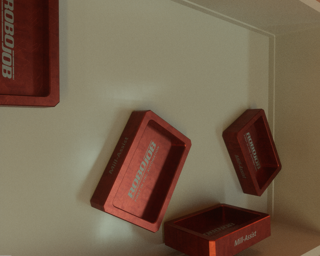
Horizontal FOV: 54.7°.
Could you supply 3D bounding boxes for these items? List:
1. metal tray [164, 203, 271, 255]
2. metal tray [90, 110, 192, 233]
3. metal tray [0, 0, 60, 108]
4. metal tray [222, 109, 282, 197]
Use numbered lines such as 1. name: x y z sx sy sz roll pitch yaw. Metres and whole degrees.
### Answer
1. metal tray: 0.082 0.142 0.435 0.131 0.090 0.030 -4 93 -40
2. metal tray: -0.018 0.053 0.389 0.090 0.030 0.130 36 68 -34
3. metal tray: -0.142 -0.085 0.284 0.091 0.030 0.129 -1 91 -40
4. metal tray: 0.165 0.042 0.545 0.091 0.030 0.129 -38 113 -34
